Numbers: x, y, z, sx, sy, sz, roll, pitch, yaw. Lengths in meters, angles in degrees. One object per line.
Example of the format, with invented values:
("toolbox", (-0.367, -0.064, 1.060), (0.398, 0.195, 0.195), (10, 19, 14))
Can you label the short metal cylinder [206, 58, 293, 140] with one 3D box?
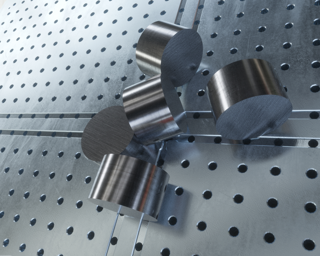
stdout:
("short metal cylinder", (0.096, -0.029, 0.341), (0.080, 0.080, 0.050), (-20, 54, 16))

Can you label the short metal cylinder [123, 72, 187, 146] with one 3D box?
("short metal cylinder", (-0.004, -0.023, 0.389), (0.050, 0.080, 0.080), (-20, 54, 16))

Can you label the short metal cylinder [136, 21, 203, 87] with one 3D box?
("short metal cylinder", (0.014, -0.103, 0.429), (0.050, 0.080, 0.080), (32, 79, 38))

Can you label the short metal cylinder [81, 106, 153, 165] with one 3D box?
("short metal cylinder", (-0.056, 0.017, 0.411), (0.080, 0.050, 0.080), (-13, 56, 21))

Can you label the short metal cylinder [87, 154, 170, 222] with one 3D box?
("short metal cylinder", (-0.034, 0.068, 0.349), (0.080, 0.080, 0.050), (4, 64, 30))
